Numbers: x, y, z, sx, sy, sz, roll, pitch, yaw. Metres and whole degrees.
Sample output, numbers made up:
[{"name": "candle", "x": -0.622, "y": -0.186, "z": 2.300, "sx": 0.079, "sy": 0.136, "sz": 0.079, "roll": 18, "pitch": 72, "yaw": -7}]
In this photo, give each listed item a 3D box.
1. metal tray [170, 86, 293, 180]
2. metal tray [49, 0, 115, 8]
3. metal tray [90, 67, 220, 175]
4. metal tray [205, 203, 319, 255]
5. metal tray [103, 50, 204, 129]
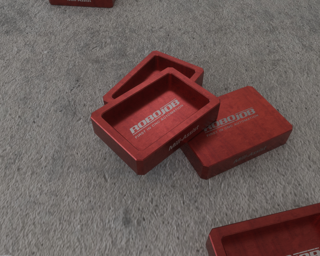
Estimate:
[{"name": "metal tray", "x": 0.089, "y": 0.001, "z": 0.399, "sx": 0.131, "sy": 0.030, "sz": 0.090, "roll": -21, "pitch": 53, "yaw": -17}, {"name": "metal tray", "x": -0.155, "y": -0.288, "z": 0.640, "sx": 0.131, "sy": 0.030, "sz": 0.090, "roll": 4, "pitch": 50, "yaw": 3}, {"name": "metal tray", "x": -0.003, "y": -0.014, "z": 0.371, "sx": 0.131, "sy": 0.030, "sz": 0.090, "roll": -35, "pitch": 59, "yaw": -26}, {"name": "metal tray", "x": 0.120, "y": 0.129, "z": 0.291, "sx": 0.131, "sy": 0.030, "sz": 0.090, "roll": -10, "pitch": 51, "yaw": -9}, {"name": "metal tray", "x": -0.006, "y": -0.053, "z": 0.444, "sx": 0.090, "sy": 0.030, "sz": 0.131, "roll": 26, "pitch": 55, "yaw": 20}]
